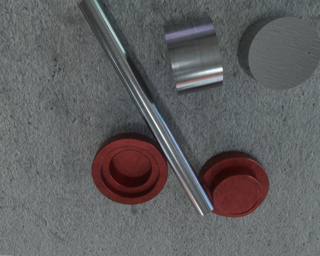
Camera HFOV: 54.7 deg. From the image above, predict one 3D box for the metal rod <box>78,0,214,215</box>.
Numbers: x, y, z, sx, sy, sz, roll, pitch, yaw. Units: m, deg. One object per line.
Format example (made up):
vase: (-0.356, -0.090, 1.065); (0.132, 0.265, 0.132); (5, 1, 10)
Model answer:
metal rod: (-0.011, -0.018, 0.385); (0.025, 0.025, 0.299); (-28, 102, 9)

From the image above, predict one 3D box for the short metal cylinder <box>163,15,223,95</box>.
short metal cylinder: (0.037, -0.081, 0.351); (0.050, 0.080, 0.079); (-12, 110, 4)

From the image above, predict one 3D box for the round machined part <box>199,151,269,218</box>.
round machined part: (0.104, 0.085, 0.434); (0.099, 0.042, 0.097); (0, 110, -1)

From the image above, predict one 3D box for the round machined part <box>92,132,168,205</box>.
round machined part: (-0.039, 0.051, 0.419); (0.099, 0.042, 0.097); (0, 110, -1)

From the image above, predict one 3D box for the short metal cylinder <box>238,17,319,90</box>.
short metal cylinder: (0.138, -0.090, 0.365); (0.081, 0.050, 0.079); (0, 110, -1)
